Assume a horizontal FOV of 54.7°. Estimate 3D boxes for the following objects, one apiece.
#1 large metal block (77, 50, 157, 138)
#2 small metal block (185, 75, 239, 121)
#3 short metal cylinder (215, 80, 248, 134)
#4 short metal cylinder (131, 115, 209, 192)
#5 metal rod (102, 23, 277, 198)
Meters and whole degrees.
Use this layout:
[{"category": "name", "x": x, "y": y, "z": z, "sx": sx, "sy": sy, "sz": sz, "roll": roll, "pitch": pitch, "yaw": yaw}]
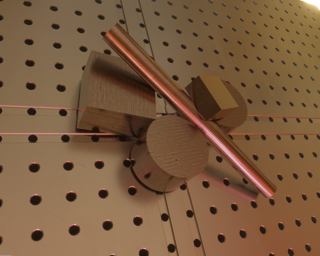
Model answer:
[{"category": "large metal block", "x": -0.053, "y": -0.039, "z": 0.381, "sx": 0.081, "sy": 0.050, "sz": 0.080, "roll": 10, "pitch": 57, "yaw": -23}, {"category": "small metal block", "x": 0.066, "y": -0.038, "z": 0.389, "sx": 0.050, "sy": 0.025, "sz": 0.050, "roll": -11, "pitch": 66, "yaw": -52}, {"category": "short metal cylinder", "x": 0.077, "y": -0.025, "z": 0.444, "sx": 0.081, "sy": 0.050, "sz": 0.080, "roll": 14, "pitch": 56, "yaw": -21}, {"category": "short metal cylinder", "x": 0.011, "y": 0.031, "z": 0.375, "sx": 0.081, "sy": 0.050, "sz": 0.080, "roll": 14, "pitch": 56, "yaw": -21}, {"category": "metal rod", "x": 0.048, "y": -0.011, "z": 0.391, "sx": 0.300, "sy": 0.025, "sz": 0.025, "roll": 43, "pitch": 50, "yaw": -17}]
